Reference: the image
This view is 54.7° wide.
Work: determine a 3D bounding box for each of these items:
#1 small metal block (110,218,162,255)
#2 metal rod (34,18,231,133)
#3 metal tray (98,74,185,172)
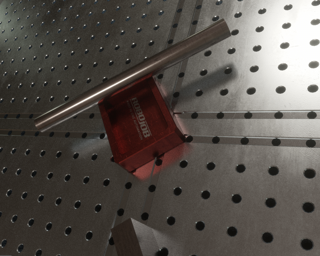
[{"bbox_3d":[-0.022,0.128,0.324,0.025,0.050,0.050,-32,52,7],"label":"small metal block"},{"bbox_3d":[-0.046,-0.068,0.432,0.301,0.025,0.025,-25,53,12],"label":"metal rod"},{"bbox_3d":[-0.031,-0.016,0.429,0.090,0.030,0.130,-30,52,8],"label":"metal tray"}]
